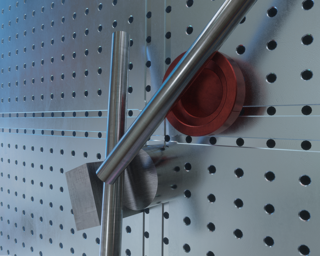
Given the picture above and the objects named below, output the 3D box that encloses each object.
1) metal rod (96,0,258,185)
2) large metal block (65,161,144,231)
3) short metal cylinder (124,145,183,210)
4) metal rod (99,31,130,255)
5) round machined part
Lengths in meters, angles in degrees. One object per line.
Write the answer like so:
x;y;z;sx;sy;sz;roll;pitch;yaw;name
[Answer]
0.027;-0.058;0.322;0.025;0.025;0.299;46;105;30;metal rod
-0.077;0.091;0.434;0.050;0.081;0.080;-25;74;37;large metal block
-0.018;0.062;0.406;0.080;0.050;0.079;0;90;39;short metal cylinder
-0.056;0.018;0.389;0.025;0.025;0.299;-11;72;39;metal rod
0.052;-0.039;0.354;0.098;0.042;0.097;0;90;39;round machined part
